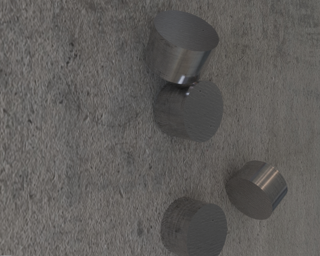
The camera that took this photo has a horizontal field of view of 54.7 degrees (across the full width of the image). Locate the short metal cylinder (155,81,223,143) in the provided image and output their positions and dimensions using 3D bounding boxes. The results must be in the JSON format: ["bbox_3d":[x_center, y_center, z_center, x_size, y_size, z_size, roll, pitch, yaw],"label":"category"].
[{"bbox_3d":[0.040,-0.024,0.414,0.081,0.050,0.079,-11,106,-42],"label":"short metal cylinder"}]

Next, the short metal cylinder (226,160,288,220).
[{"bbox_3d":[0.155,0.099,0.499,0.050,0.080,0.080,-35,112,-34],"label":"short metal cylinder"}]

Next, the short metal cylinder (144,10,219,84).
[{"bbox_3d":[0.025,-0.100,0.382,0.081,0.050,0.080,10,49,-12],"label":"short metal cylinder"}]

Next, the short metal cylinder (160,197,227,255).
[{"bbox_3d":[0.048,0.140,0.429,0.081,0.050,0.080,0,90,-40],"label":"short metal cylinder"}]
